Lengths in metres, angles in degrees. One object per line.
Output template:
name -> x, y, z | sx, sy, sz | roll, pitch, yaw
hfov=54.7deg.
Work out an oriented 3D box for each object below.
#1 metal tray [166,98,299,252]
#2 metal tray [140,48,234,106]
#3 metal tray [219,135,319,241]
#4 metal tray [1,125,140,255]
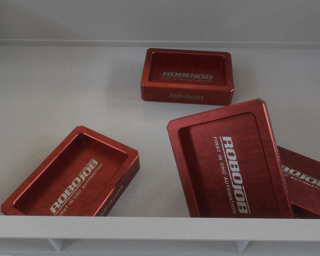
metal tray -> 0.067, 0.045, 0.291 | 0.090, 0.129, 0.030 | -14, 2, 23
metal tray -> 0.041, -0.079, 0.468 | 0.131, 0.030, 0.090 | 4, 50, 3
metal tray -> 0.136, 0.060, 0.334 | 0.130, 0.030, 0.090 | 23, 35, 18
metal tray -> -0.093, 0.064, 0.347 | 0.090, 0.030, 0.130 | 23, 54, 18
